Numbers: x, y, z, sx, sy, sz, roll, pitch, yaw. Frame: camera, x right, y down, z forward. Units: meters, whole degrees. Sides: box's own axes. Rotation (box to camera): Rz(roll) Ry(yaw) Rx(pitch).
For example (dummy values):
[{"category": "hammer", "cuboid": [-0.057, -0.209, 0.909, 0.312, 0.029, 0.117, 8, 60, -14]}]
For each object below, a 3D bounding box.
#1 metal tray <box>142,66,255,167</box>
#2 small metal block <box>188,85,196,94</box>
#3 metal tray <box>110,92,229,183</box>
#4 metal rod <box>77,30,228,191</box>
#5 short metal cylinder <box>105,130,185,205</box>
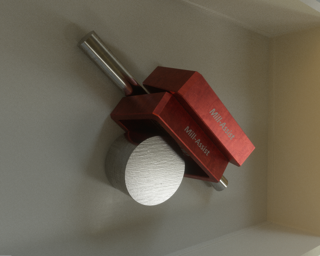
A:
[{"category": "metal tray", "cuboid": [0.046, -0.014, 0.370, 0.030, 0.090, 0.130, -49, 121, -9]}, {"category": "small metal block", "cuboid": [0.025, -0.041, 0.427, 0.050, 0.025, 0.050, 48, 61, -30]}, {"category": "metal tray", "cuboid": [0.012, 0.014, 0.375, 0.130, 0.090, 0.030, 47, 62, -30]}, {"category": "metal rod", "cuboid": [0.007, -0.005, 0.415, 0.300, 0.025, 0.025, 46, 62, -30]}, {"category": "short metal cylinder", "cuboid": [-0.018, 0.045, 0.368, 0.081, 0.050, 0.079, -6, 100, -34]}]
